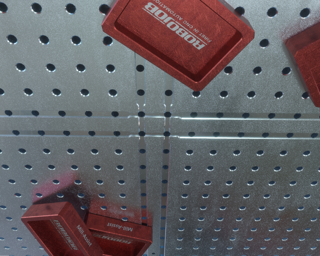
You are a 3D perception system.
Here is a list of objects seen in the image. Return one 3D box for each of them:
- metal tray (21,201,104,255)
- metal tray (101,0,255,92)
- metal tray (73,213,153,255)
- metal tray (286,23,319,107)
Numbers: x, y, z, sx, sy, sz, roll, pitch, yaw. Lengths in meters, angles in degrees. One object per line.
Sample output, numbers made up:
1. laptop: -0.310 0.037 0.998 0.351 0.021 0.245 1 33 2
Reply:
1. metal tray: -0.166 0.187 0.534 0.090 0.030 0.129 -11 118 25
2. metal tray: 0.019 -0.105 0.319 0.131 0.030 0.090 29 124 -23
3. metal tray: -0.090 0.211 0.586 0.131 0.030 0.089 18 128 -15
4. metal tray: 0.218 -0.087 0.337 0.130 0.030 0.090 -27 126 21
